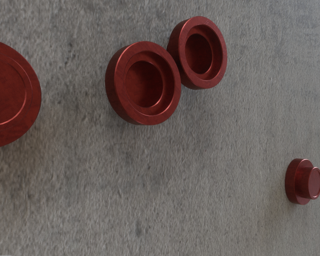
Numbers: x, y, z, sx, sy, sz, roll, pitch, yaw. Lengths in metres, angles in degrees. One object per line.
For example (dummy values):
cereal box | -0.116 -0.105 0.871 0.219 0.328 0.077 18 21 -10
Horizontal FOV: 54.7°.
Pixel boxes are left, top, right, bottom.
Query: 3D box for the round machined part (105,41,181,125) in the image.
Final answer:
round machined part | -0.024 -0.052 0.375 0.099 0.042 0.097 0 90 -40

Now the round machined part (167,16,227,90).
round machined part | 0.047 -0.102 0.436 0.099 0.042 0.097 0 90 -40

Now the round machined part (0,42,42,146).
round machined part | -0.152 -0.030 0.267 0.099 0.042 0.097 0 90 -40

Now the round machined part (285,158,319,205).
round machined part | 0.310 0.115 0.658 0.099 0.042 0.097 0 90 -40
